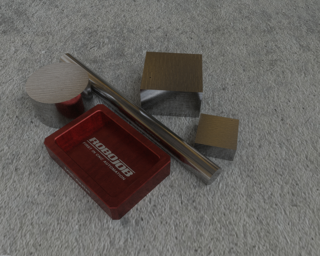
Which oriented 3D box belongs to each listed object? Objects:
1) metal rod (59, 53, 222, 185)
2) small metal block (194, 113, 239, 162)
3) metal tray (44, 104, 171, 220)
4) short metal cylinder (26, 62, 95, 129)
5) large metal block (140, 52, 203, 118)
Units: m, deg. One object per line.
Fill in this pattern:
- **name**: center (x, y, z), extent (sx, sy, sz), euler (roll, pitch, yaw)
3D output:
- **metal rod**: center (-0.043, -0.026, 0.425), extent (0.300, 0.025, 0.025), euler (38, 59, 27)
- **small metal block**: center (0.072, 0.011, 0.397), extent (0.050, 0.025, 0.050), euler (10, 51, 8)
- **metal tray**: center (-0.063, 0.034, 0.372), extent (0.130, 0.030, 0.090), euler (37, 59, 26)
- **short metal cylinder**: center (-0.134, -0.045, 0.424), extent (0.081, 0.050, 0.080), euler (0, 50, 0)
- **large metal block**: center (0.017, -0.062, 0.441), extent (0.080, 0.050, 0.080), euler (3, 50, 2)
